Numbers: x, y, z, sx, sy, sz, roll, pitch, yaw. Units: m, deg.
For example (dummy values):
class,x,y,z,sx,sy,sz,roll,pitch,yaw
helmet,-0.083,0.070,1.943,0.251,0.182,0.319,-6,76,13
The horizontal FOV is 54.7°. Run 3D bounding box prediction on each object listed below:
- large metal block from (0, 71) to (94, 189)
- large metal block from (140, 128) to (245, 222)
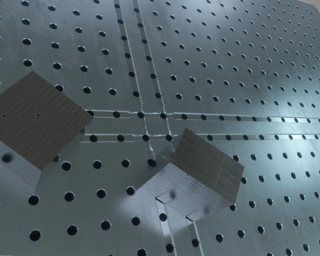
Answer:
class,x,y,z,sx,sy,sz,roll,pitch,yaw
large metal block,-0.131,0.001,0.322,0.080,0.050,0.080,38,51,-3
large metal block,0.036,0.057,0.359,0.080,0.080,0.050,33,51,-7
